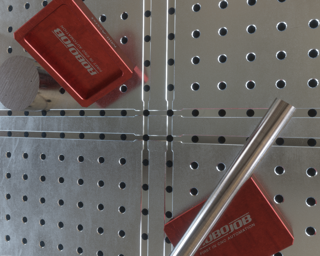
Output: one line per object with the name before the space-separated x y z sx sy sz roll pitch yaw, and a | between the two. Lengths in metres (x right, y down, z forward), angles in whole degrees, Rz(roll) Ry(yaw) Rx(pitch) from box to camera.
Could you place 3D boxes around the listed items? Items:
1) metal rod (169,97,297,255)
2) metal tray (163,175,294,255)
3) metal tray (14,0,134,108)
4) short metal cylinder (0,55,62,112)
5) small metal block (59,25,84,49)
metal rod | 0.059 0.099 0.359 0.025 0.025 0.299 35 101 16
metal tray | 0.081 0.126 0.381 0.130 0.030 0.090 -36 79 16
metal tray | -0.108 -0.099 0.407 0.090 0.030 0.130 -31 120 17
short metal cylinder | -0.198 -0.065 0.469 0.080 0.050 0.080 0 90 20
small metal block | -0.127 -0.124 0.444 0.050 0.050 0.025 -22 83 18
